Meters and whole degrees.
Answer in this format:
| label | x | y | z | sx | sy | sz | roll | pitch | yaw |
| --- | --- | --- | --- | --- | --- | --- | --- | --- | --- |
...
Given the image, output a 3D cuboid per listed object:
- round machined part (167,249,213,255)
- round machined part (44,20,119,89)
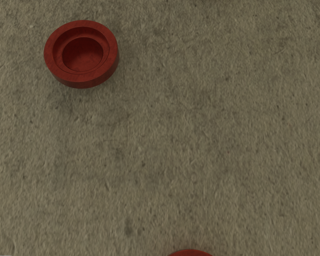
| label | x | y | z | sx | sy | sz | roll | pitch | yaw |
| --- | --- | --- | --- | --- | --- | --- | --- | --- | --- |
| round machined part | 0.035 | 0.183 | 0.333 | 0.099 | 0.042 | 0.098 | 0 | 70 | -1 |
| round machined part | -0.106 | -0.098 | 0.434 | 0.099 | 0.042 | 0.098 | 0 | 70 | -1 |
